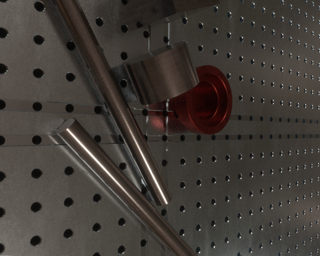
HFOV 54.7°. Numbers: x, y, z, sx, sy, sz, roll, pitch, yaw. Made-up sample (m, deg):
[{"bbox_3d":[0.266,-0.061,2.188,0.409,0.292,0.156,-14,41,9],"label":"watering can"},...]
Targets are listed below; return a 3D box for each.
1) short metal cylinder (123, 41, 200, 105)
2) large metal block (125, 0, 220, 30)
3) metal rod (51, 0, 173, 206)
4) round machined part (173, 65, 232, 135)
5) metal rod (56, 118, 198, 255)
[{"bbox_3d":[0.002,-0.067,0.377,0.081,0.080,0.050,-34,112,-35],"label":"short metal cylinder"},{"bbox_3d":[0.014,-0.164,0.386,0.081,0.080,0.050,-28,108,-37],"label":"large metal block"},{"bbox_3d":[-0.053,-0.032,0.365,0.025,0.025,0.299,-38,114,-34],"label":"metal rod"},{"bbox_3d":[0.058,-0.039,0.449,0.099,0.042,0.097,0,90,-40],"label":"round machined part"},{"bbox_3d":[-0.020,0.105,0.394,0.025,0.025,0.300,-52,121,-28],"label":"metal rod"}]
